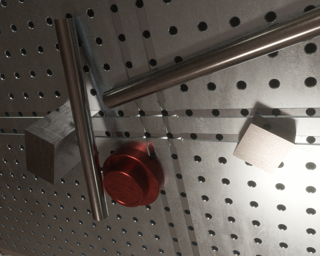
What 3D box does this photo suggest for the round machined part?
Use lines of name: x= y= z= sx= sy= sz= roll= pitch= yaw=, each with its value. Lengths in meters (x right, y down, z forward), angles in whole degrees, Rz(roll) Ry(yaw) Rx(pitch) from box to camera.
round machined part: x=-0.047 y=0.082 z=0.474 sx=0.098 sy=0.042 sz=0.097 roll=13 pitch=124 yaw=20

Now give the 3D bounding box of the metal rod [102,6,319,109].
metal rod: x=0.052 y=-0.071 z=0.339 sx=0.300 sy=0.025 sz=0.025 roll=-15 pitch=111 yaw=34

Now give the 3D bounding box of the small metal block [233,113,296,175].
small metal block: x=0.120 y=0.019 z=0.359 sx=0.050 sy=0.025 sz=0.050 roll=27 pitch=128 yaw=10

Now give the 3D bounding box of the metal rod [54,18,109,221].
metal rod: x=-0.108 y=0.001 z=0.441 sx=0.025 sy=0.025 sz=0.298 roll=5 pitch=113 yaw=25

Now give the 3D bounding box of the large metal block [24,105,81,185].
large metal block: x=-0.153 y=0.024 z=0.469 sx=0.050 sy=0.080 sz=0.079 roll=25 pitch=127 yaw=13
